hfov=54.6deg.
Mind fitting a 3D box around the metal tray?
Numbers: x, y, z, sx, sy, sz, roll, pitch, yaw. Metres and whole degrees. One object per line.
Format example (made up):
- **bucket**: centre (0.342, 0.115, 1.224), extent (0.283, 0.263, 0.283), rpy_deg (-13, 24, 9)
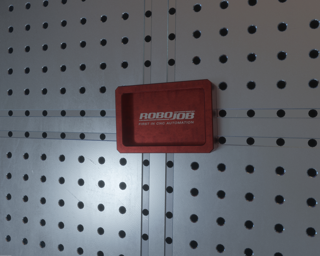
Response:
- **metal tray**: centre (0.007, -0.013, 0.407), extent (0.130, 0.030, 0.090), rpy_deg (-2, 89, 20)
